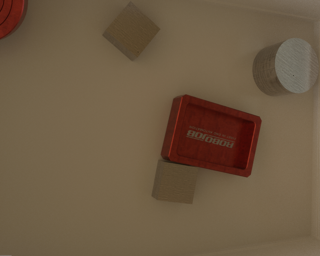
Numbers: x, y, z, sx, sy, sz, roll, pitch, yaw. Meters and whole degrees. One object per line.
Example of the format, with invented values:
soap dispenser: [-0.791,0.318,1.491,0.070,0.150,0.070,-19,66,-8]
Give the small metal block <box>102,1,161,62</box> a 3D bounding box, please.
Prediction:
small metal block: [-0.037,-0.123,0.398,0.050,0.025,0.050,40,77,-16]

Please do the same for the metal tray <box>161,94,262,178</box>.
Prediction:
metal tray: [0.074,0.013,0.436,0.131,0.030,0.090,14,85,-20]

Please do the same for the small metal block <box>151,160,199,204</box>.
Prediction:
small metal block: [0.020,0.073,0.419,0.050,0.025,0.050,12,86,-20]

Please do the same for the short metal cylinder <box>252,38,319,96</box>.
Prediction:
short metal cylinder: [0.189,-0.090,0.469,0.081,0.050,0.079,0,90,-21]

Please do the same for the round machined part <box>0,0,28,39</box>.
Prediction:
round machined part: [-0.189,-0.139,0.320,0.099,0.042,0.097,-4,110,-10]
